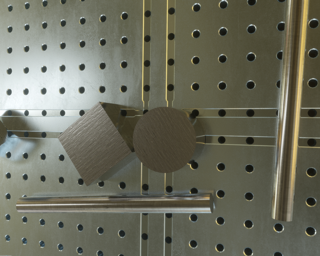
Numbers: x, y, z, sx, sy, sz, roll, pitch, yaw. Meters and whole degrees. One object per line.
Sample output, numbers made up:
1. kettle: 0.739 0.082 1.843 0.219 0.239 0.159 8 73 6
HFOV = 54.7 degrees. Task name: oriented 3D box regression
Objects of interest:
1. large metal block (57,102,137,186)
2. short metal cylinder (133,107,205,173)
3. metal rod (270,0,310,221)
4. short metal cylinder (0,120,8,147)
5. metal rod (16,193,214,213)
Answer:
1. large metal block: -0.079 0.021 0.427 0.080 0.050 0.080 -37 78 16
2. short metal cylinder: 0.013 0.014 0.395 0.080 0.050 0.080 0 90 20
3. metal rod: 0.152 -0.044 0.358 0.025 0.025 0.298 4 91 20
4. short metal cylinder: -0.292 0.012 0.487 0.050 0.080 0.080 -41 77 15
5. metal rod: -0.076 0.108 0.439 0.301 0.025 0.025 -6 88 19
